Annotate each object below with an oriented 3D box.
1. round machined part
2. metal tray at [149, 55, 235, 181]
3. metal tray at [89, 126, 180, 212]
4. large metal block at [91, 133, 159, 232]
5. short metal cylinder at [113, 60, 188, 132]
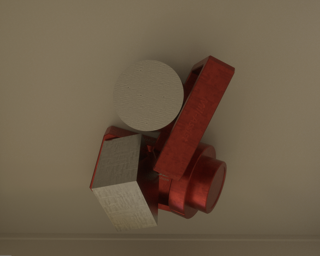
[{"bbox_3d":[0.053,0.069,0.393,0.042,0.099,0.097,17,112,26],"label":"round machined part"},{"bbox_3d":[0.031,-0.013,0.354,0.030,0.090,0.129,26,92,-6],"label":"metal tray"},{"bbox_3d":[-0.021,0.059,0.427,0.131,0.030,0.089,16,109,-6],"label":"metal tray"},{"bbox_3d":[-0.037,0.066,0.380,0.050,0.080,0.080,-12,126,10],"label":"large metal block"},{"bbox_3d":[-0.009,-0.035,0.367,0.080,0.050,0.080,-1,87,11],"label":"short metal cylinder"}]
